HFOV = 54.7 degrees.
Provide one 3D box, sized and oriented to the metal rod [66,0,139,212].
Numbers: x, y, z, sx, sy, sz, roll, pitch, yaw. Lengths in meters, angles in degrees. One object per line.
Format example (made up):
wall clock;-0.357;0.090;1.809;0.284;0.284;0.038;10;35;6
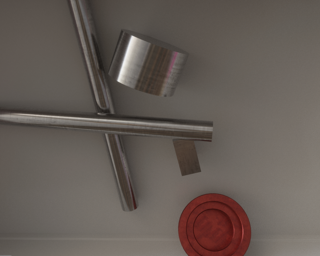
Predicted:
metal rod;-0.070;-0.023;0.401;0.025;0.025;0.298;-10;110;3

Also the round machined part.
round machined part;0.075;0.144;0.440;0.099;0.042;0.098;-1;72;2

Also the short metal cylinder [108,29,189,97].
short metal cylinder;-0.013;-0.075;0.354;0.080;0.080;0.050;18;109;-7

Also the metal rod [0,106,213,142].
metal rod;-0.088;-0.007;0.382;0.302;0.025;0.025;4;110;7

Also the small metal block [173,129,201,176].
small metal block;0.034;0.027;0.409;0.025;0.050;0.050;-14;110;5
